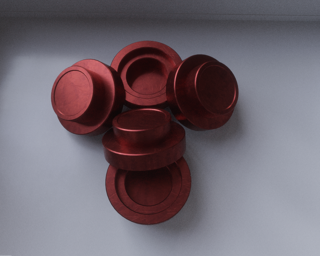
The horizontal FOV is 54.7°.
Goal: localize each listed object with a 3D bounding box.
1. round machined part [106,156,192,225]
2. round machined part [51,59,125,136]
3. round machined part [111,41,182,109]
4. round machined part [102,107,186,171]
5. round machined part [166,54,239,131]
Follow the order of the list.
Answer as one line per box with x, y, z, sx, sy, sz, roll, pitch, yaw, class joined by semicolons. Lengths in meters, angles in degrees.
-0.013;0.067;0.374;0.099;0.042;0.098;0;70;0;round machined part
-0.097;-0.040;0.390;0.098;0.042;0.097;-4;82;27;round machined part
-0.017;-0.066;0.422;0.099;0.042;0.098;0;70;0;round machined part
-0.019;0.007;0.366;0.099;0.098;0.042;-6;115;-2;round machined part
0.060;-0.047;0.392;0.099;0.042;0.097;5;81;-30;round machined part
